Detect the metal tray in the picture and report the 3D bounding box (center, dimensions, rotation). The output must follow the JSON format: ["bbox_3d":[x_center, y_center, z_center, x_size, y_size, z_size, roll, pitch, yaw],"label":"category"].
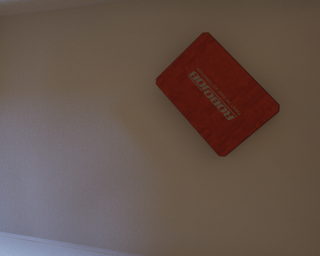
[{"bbox_3d":[0.069,-0.041,0.383,0.090,0.030,0.130,-43,77,14],"label":"metal tray"}]
